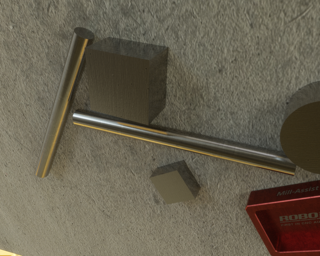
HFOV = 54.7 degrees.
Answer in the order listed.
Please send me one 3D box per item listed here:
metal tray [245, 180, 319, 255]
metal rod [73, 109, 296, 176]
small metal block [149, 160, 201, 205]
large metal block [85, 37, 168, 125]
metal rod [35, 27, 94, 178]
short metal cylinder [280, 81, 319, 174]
[{"bbox_3d":[0.183,0.111,0.375,0.130,0.030,0.090,-20,108,35],"label":"metal tray"},{"bbox_3d":[0.017,0.013,0.404,0.301,0.025,0.025,12,124,21],"label":"metal rod"},{"bbox_3d":[0.022,0.078,0.443,0.050,0.025,0.050,-22,107,35],"label":"small metal block"},{"bbox_3d":[-0.039,-0.058,0.373,0.080,0.050,0.079,15,125,19],"label":"large metal block"},{"bbox_3d":[-0.155,-0.018,0.474,0.025,0.025,0.298,35,129,4],"label":"metal rod"},{"bbox_3d":[0.163,-0.001,0.304,0.080,0.050,0.079,13,124,20],"label":"short metal cylinder"}]
